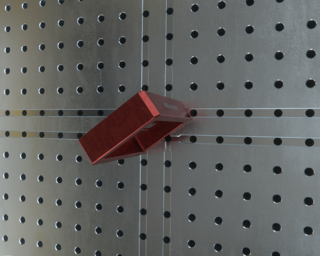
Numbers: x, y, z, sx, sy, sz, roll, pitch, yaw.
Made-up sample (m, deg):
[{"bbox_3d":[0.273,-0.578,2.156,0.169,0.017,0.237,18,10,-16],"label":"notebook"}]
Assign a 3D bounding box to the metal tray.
[{"bbox_3d":[-0.022,0.001,0.364,0.090,0.130,0.030,-36,78,16],"label":"metal tray"}]
